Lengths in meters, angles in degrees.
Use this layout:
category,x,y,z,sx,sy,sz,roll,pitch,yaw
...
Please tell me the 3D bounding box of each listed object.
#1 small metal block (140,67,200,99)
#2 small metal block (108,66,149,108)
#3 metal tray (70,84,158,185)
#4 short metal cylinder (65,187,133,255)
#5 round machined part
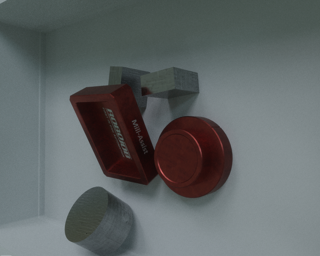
category,x,y,z,sx,sy,sz,roll,pitch,yaw
small metal block,0.012,-0.053,0.379,0.050,0.050,0.025,-7,86,39
small metal block,-0.043,-0.055,0.423,0.025,0.050,0.050,11,97,42
metal tray,-0.058,0.009,0.408,0.090,0.030,0.129,2,121,41
short metal cylinder,-0.086,0.130,0.434,0.080,0.050,0.080,-27,38,24
round machined part,0.032,0.034,0.368,0.098,0.042,0.097,0,90,39
